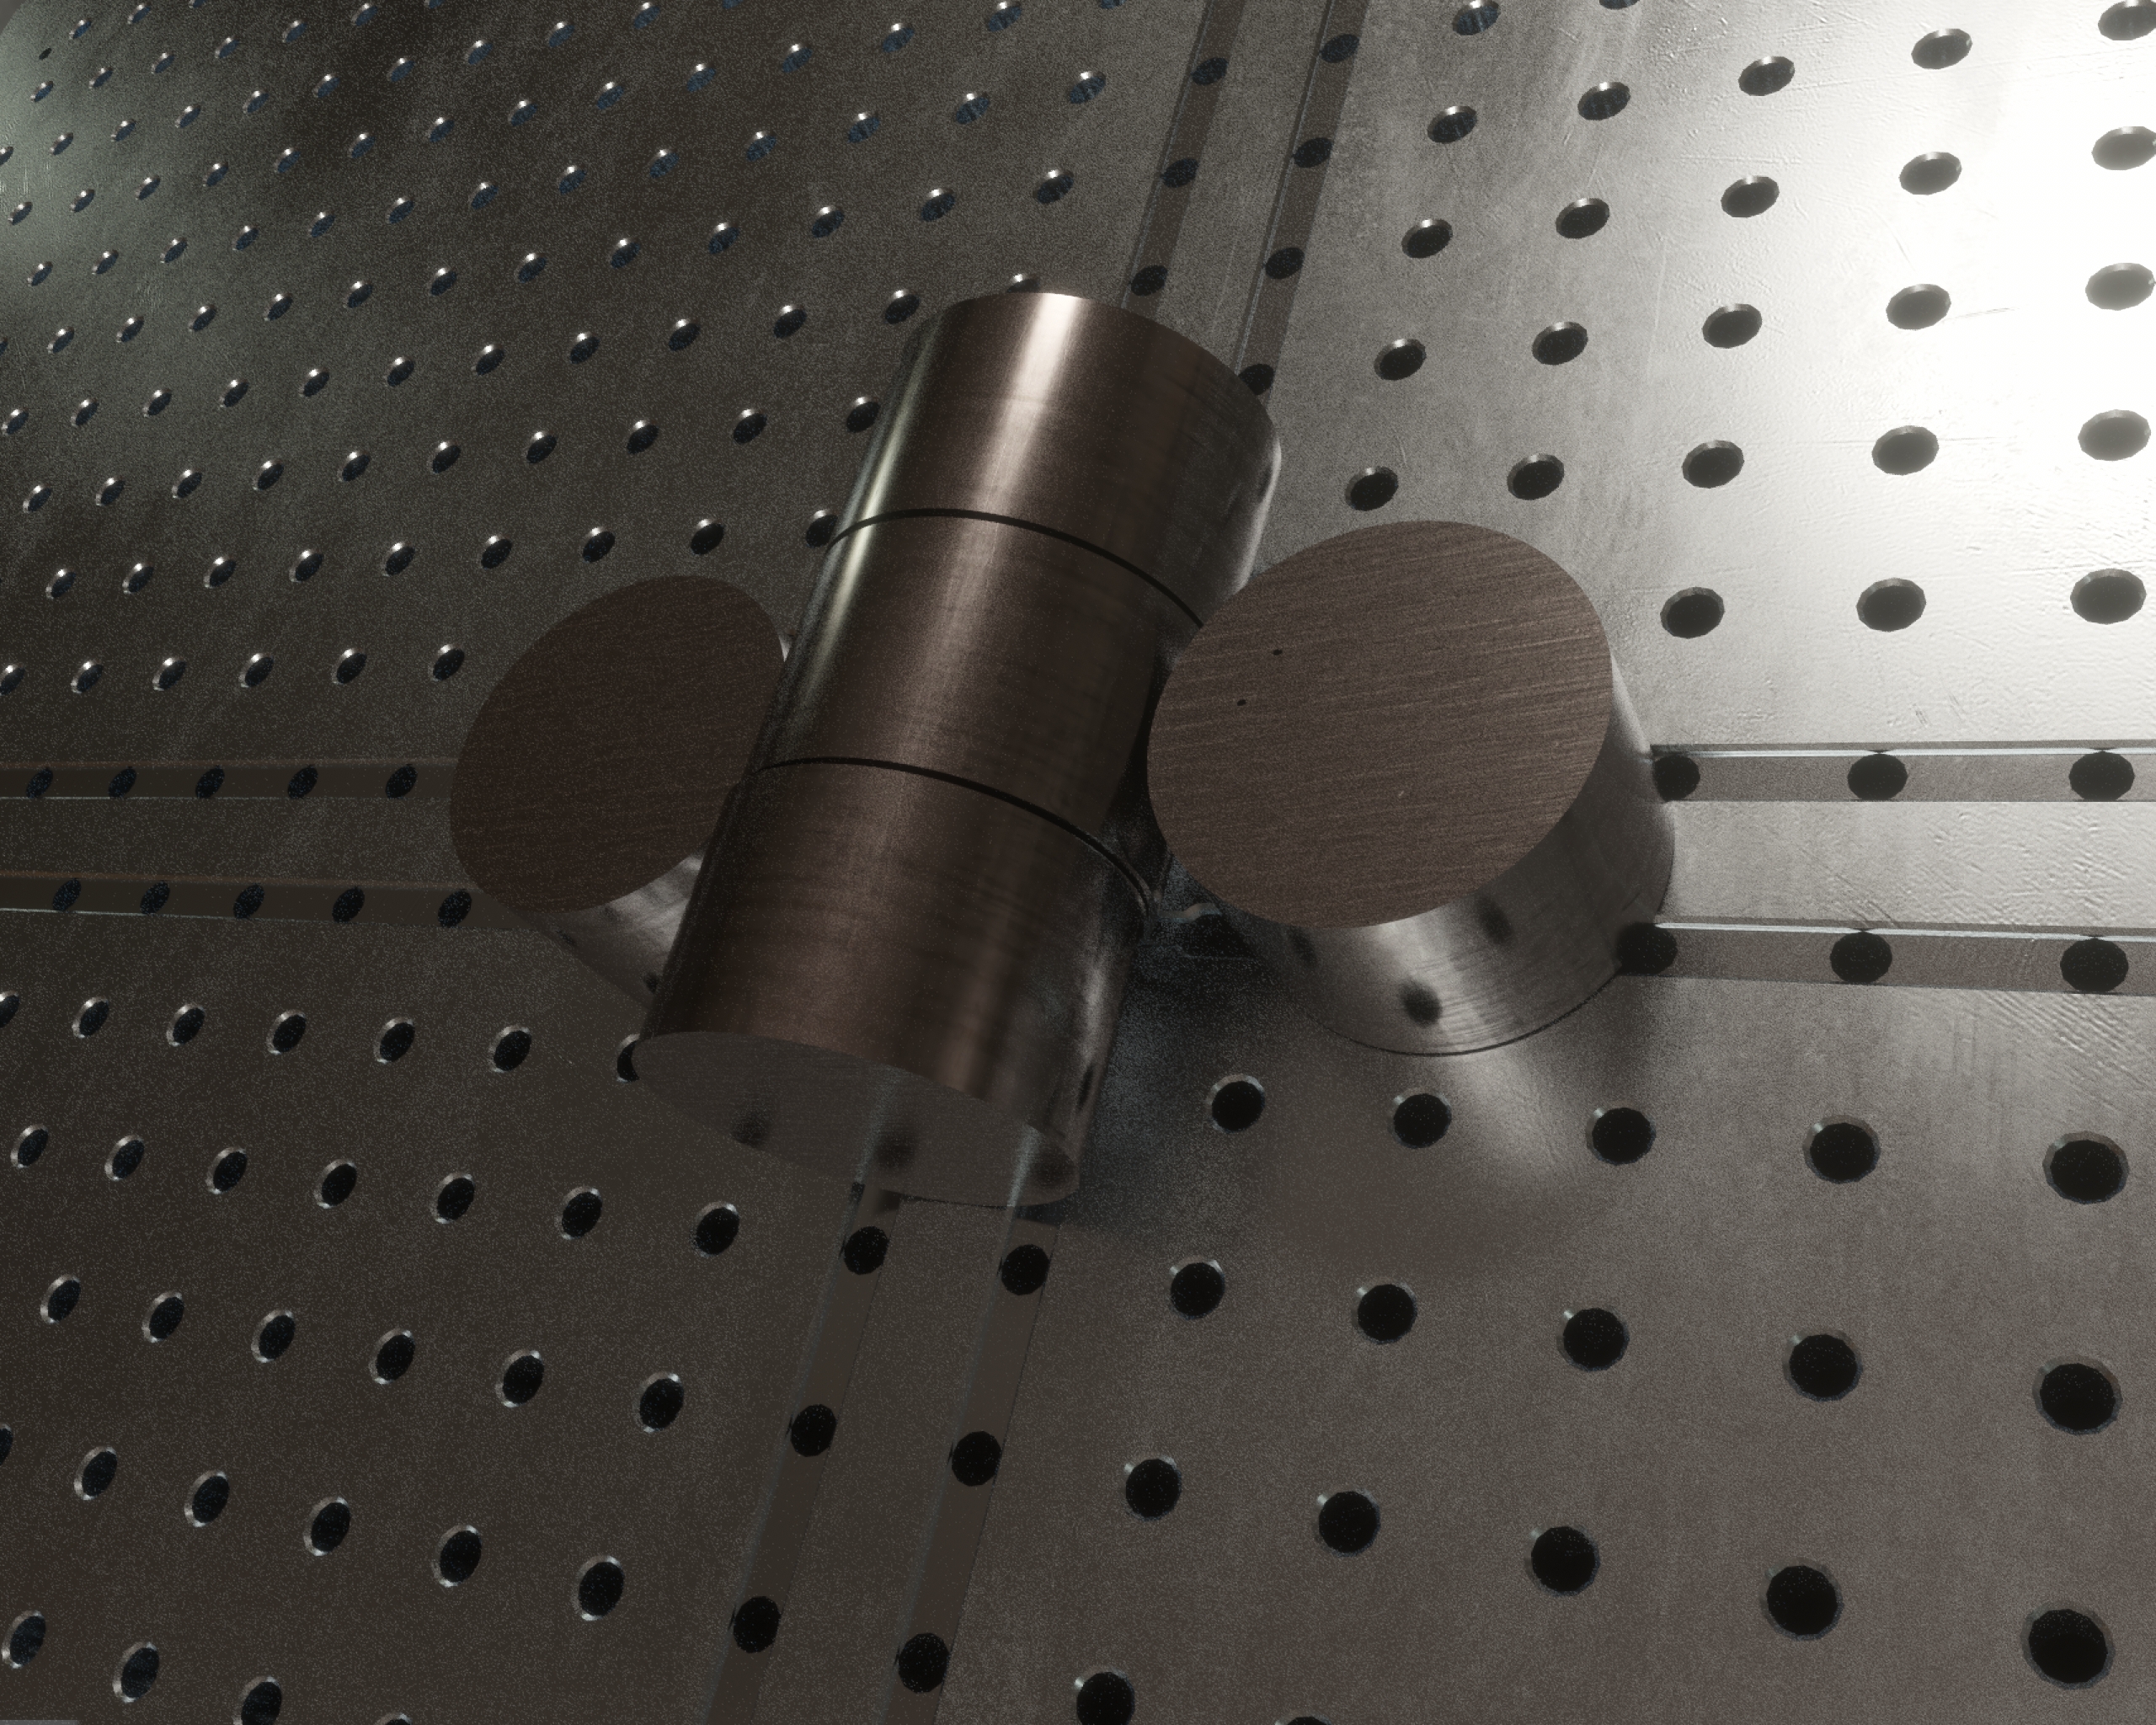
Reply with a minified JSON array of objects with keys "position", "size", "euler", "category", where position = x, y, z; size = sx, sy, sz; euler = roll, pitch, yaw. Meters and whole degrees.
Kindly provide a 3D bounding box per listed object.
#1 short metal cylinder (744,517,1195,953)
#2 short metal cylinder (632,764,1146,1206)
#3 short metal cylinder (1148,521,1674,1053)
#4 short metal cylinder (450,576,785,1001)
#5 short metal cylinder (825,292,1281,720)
[{"position":[-0.018,-0.021,0.393],"size":[0.080,0.080,0.050],"euler":[2,63,29],"category":"short metal cylinder"},{"position":[-0.033,0.024,0.373],"size":[0.080,0.080,0.050],"euler":[1,63,28],"category":"short metal cylinder"},{"position":[0.059,-0.013,0.367],"size":[0.080,0.050,0.080],"euler":[-13,56,20],"category":"short metal cylinder"},{"position":[-0.084,-0.014,0.442],"size":[0.080,0.050,0.080],"euler":[-13,56,20],"category":"short metal cylinder"},{"position":[-0.005,-0.067,0.414],"size":[0.080,0.080,0.050],"euler":[3,63,29],"category":"short metal cylinder"}]
